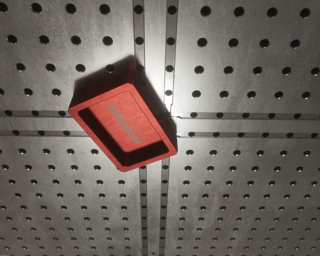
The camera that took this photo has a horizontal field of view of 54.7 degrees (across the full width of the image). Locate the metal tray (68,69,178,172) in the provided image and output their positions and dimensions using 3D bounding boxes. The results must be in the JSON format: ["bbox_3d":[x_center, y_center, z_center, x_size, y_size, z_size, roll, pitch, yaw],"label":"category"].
[{"bbox_3d":[-0.043,-0.003,0.404,0.090,0.030,0.130,-21,128,16],"label":"metal tray"}]
